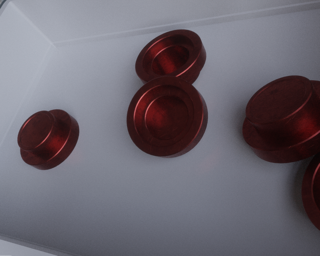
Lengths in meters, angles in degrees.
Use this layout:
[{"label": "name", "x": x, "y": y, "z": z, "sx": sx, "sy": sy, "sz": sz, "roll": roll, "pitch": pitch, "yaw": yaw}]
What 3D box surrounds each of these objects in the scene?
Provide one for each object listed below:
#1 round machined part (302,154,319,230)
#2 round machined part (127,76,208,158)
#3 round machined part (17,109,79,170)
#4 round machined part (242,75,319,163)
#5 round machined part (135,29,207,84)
[{"label": "round machined part", "x": 0.173, "y": 0.052, "z": 0.254, "sx": 0.098, "sy": 0.042, "sz": 0.098, "roll": -46, "pitch": 26, "yaw": 31}, {"label": "round machined part", "x": 0.012, "y": -0.011, "z": 0.383, "sx": 0.098, "sy": 0.042, "sz": 0.098, "roll": -5, "pitch": 77, "yaw": 23}, {"label": "round machined part", "x": -0.178, "y": 0.012, "z": 0.479, "sx": 0.098, "sy": 0.042, "sz": 0.098, "roll": -13, "pitch": 56, "yaw": 20}, {"label": "round machined part", "x": 0.127, "y": -0.015, "z": 0.314, "sx": 0.098, "sy": 0.042, "sz": 0.098, "roll": -32, "pitch": 28, "yaw": 20}, {"label": "round machined part", "x": 0.018, "y": -0.089, "z": 0.435, "sx": 0.098, "sy": 0.042, "sz": 0.098, "roll": -14, "pitch": 52, "yaw": 19}]
